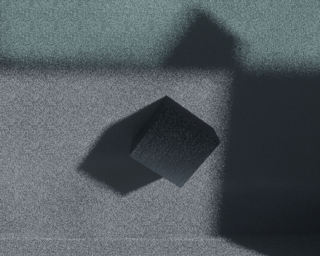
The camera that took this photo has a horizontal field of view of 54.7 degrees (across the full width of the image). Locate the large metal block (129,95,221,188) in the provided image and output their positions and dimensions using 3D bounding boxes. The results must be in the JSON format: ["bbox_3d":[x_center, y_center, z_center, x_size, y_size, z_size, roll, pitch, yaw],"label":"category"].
[{"bbox_3d":[0.018,0.017,0.405,0.080,0.050,0.080,34,106,-12],"label":"large metal block"}]
